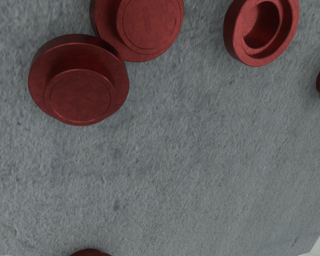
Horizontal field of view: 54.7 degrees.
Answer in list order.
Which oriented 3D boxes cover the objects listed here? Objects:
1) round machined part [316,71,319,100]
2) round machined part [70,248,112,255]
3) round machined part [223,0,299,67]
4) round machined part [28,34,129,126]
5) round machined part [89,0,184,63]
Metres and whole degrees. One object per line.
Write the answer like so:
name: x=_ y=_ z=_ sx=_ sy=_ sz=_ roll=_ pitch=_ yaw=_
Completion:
round machined part: x=0.302 y=-0.080 z=0.514 sx=0.099 sy=0.042 sz=0.097 roll=-14 pitch=125 yaw=-21
round machined part: x=-0.114 y=0.225 z=0.474 sx=0.099 sy=0.042 sz=0.097 roll=-14 pitch=125 yaw=-21
round machined part: x=0.119 y=-0.129 z=0.383 sx=0.099 sy=0.042 sz=0.097 roll=-14 pitch=125 yaw=-21
round machined part: x=-0.080 y=-0.040 z=0.312 sx=0.099 sy=0.042 sz=0.097 roll=-8 pitch=133 yaw=-9
round machined part: x=-0.018 y=-0.114 z=0.317 sx=0.099 sy=0.042 sz=0.097 roll=-14 pitch=124 yaw=-21
